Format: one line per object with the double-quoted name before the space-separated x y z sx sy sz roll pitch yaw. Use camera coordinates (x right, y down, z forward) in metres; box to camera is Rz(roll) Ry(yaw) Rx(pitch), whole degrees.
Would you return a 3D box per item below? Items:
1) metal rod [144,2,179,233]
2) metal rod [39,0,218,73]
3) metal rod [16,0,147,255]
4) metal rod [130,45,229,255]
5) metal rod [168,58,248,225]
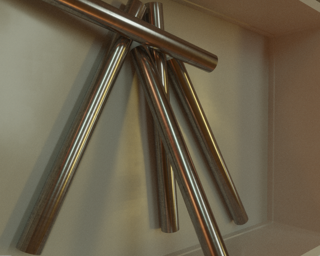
"metal rod" 0.002 -0.011 0.410 0.025 0.025 0.298 -8 95 -40
"metal rod" -0.057 -0.120 0.332 0.302 0.025 0.025 16 80 -31
"metal rod" -0.078 -0.016 0.342 0.025 0.025 0.299 32 70 -36
"metal rod" 0.025 0.039 0.354 0.025 0.025 0.299 -9 72 -40
"metal rod" 0.076 0.030 0.473 0.025 0.025 0.299 -40 115 -33
